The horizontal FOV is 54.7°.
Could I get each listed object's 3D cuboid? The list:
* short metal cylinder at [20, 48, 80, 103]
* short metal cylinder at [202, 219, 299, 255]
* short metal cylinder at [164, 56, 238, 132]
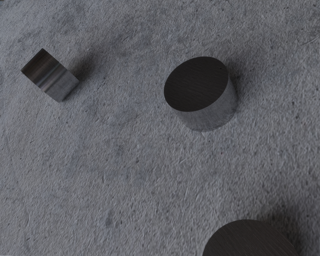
[{"bbox_3d":[-0.182,-0.087,0.518,0.050,0.080,0.080,-48,51,-5],"label":"short metal cylinder"},{"bbox_3d":[0.082,0.125,0.268,0.080,0.050,0.080,-13,56,21],"label":"short metal cylinder"},{"bbox_3d":[0.052,-0.042,0.386,0.080,0.050,0.080,-13,56,21],"label":"short metal cylinder"}]
